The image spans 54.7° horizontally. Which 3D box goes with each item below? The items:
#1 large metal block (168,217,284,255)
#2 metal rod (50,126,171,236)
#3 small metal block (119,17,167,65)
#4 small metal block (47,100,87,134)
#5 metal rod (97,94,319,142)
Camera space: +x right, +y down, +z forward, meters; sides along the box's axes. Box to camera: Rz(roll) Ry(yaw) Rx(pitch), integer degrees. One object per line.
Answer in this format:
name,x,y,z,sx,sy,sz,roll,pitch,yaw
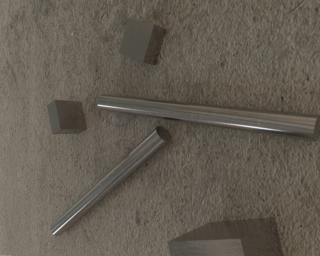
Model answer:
large metal block,0.068,0.127,0.312,0.080,0.081,0.050,-19,78,38
metal rod,-0.089,0.094,0.475,0.299,0.025,0.025,-43,65,31
small metal block,-0.025,-0.118,0.423,0.050,0.025,0.050,28,108,36
small metal block,-0.154,-0.017,0.512,0.025,0.050,0.050,-25,75,37
metal rod,0.030,-0.019,0.378,0.300,0.025,0.025,10,96,39
